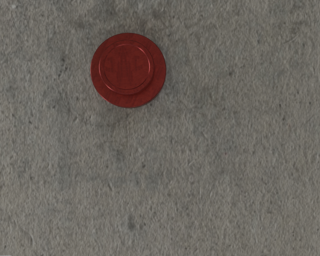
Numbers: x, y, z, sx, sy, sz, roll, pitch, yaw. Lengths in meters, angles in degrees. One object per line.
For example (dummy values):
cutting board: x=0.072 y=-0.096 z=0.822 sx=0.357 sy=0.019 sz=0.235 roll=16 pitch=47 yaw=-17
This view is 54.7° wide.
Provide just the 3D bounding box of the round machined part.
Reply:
round machined part: x=-0.041 y=-0.075 z=0.401 sx=0.099 sy=0.042 sz=0.097 roll=0 pitch=90 yaw=-1
